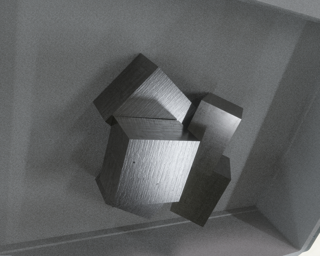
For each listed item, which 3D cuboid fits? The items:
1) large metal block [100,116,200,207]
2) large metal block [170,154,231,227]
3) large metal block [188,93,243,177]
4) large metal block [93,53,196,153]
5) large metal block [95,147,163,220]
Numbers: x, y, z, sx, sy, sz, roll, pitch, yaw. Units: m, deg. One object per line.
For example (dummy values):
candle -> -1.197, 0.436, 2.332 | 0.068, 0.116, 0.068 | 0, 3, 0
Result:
large metal block -> -0.013, 0.036, 0.340 | 0.081, 0.050, 0.079 | 3, 116, -29
large metal block -> 0.060, 0.079, 0.446 | 0.050, 0.080, 0.079 | 26, 108, 3
large metal block -> 0.065, 0.005, 0.403 | 0.079, 0.050, 0.080 | -65, 171, 18
large metal block -> -0.017, -0.026, 0.367 | 0.080, 0.050, 0.080 | -45, 130, 3
large metal block -> -0.025, 0.067, 0.416 | 0.080, 0.050, 0.080 | 34, 99, -39
